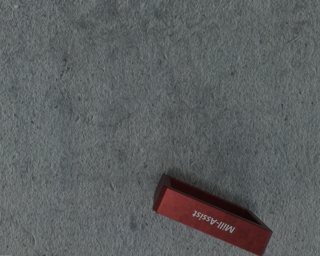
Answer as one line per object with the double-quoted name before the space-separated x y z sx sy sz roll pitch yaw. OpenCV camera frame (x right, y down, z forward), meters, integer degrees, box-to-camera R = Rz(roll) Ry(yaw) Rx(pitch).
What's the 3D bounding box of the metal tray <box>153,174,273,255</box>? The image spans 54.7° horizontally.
"metal tray" 0.058 0.101 0.377 0.131 0.090 0.030 23 90 0
